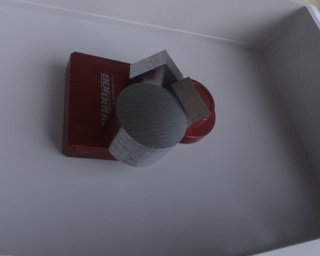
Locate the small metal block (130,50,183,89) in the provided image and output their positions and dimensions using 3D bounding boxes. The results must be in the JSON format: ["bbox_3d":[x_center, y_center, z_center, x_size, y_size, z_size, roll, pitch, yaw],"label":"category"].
[{"bbox_3d":[-0.003,-0.065,0.394,0.050,0.050,0.025,47,32,-46],"label":"small metal block"}]

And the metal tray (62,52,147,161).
[{"bbox_3d":[-0.068,-0.027,0.378,0.091,0.030,0.130,8,58,-25],"label":"metal tray"}]

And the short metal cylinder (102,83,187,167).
[{"bbox_3d":[-0.018,-0.003,0.342,0.081,0.050,0.080,14,56,-21],"label":"short metal cylinder"}]

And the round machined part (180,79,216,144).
[{"bbox_3d":[0.037,-0.031,0.432,0.099,0.042,0.098,14,56,-21],"label":"round machined part"}]

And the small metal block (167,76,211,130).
[{"bbox_3d":[0.030,-0.026,0.371,0.025,0.050,0.050,-27,83,-18],"label":"small metal block"}]
